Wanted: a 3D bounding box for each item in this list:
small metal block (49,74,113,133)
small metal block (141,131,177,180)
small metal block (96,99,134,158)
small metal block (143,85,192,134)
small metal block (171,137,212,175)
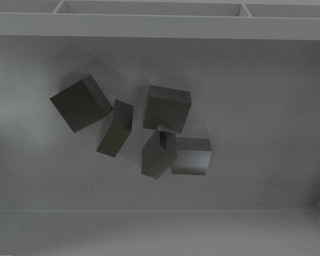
[{"bbox_3d":[-0.094,-0.029,0.373,0.050,0.025,0.050,-26,107,20],"label":"small metal block"},{"bbox_3d":[-0.002,0.033,0.421,0.025,0.050,0.050,24,126,-19],"label":"small metal block"},{"bbox_3d":[-0.057,0.000,0.392,0.025,0.050,0.050,22,127,-19],"label":"small metal block"},{"bbox_3d":[0.008,-0.023,0.390,0.050,0.025,0.050,9,130,-8],"label":"small metal block"},{"bbox_3d":[0.044,0.041,0.445,0.050,0.025,0.050,3,130,-4],"label":"small metal block"}]
